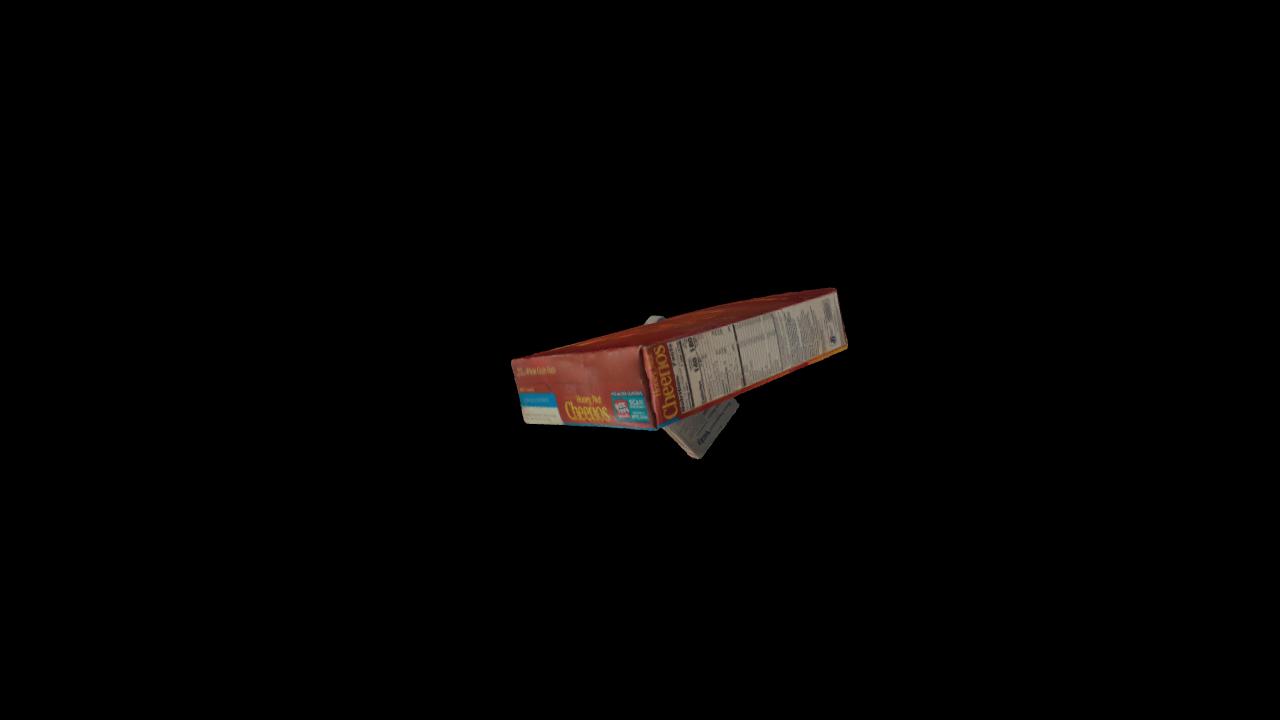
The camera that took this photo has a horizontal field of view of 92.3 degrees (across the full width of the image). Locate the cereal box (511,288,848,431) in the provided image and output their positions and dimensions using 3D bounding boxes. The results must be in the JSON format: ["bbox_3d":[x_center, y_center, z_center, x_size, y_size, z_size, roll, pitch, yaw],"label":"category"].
[{"bbox_3d":[0.048,-0.005,0.645,0.306,0.081,0.203,-18,9,-41],"label":"cereal box"}]

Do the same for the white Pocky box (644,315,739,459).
[{"bbox_3d":[0.040,0.032,0.686,0.154,0.084,0.028,47,-18,-25],"label":"white Pocky box"}]
